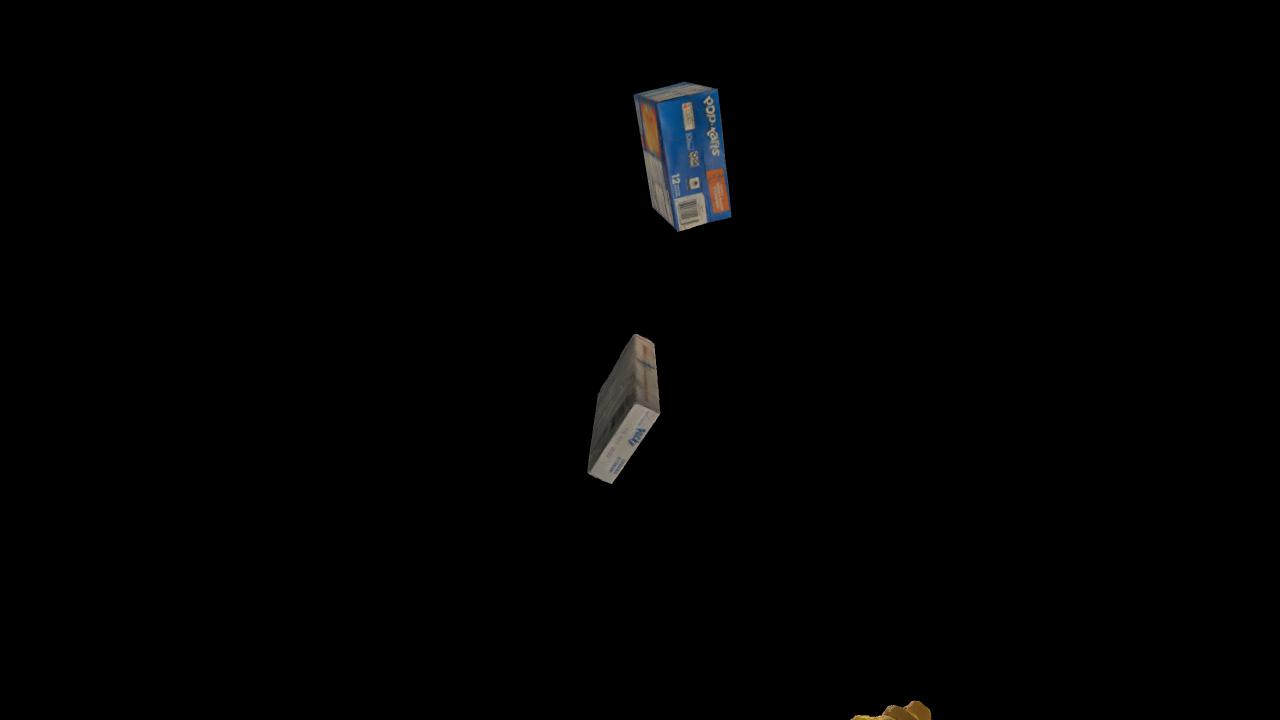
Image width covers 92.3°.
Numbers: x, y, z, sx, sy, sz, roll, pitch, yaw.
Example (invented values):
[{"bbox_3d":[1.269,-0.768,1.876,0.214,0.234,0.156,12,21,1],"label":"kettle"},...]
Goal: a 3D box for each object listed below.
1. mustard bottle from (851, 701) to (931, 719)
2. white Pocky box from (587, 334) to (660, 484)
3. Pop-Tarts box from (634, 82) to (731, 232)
[{"bbox_3d":[0.178,0.341,0.492,0.184,0.092,0.054,-28,4,-30],"label":"mustard bottle"},{"bbox_3d":[-0.015,0.040,0.580,0.028,0.084,0.154,28,21,-12],"label":"white Pocky box"},{"bbox_3d":[0.058,-0.283,0.848,0.083,0.167,0.141,-15,29,-7],"label":"Pop-Tarts box"}]
